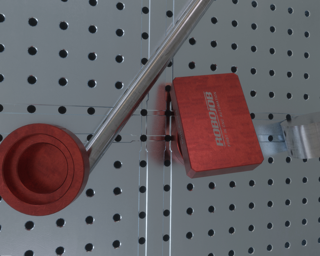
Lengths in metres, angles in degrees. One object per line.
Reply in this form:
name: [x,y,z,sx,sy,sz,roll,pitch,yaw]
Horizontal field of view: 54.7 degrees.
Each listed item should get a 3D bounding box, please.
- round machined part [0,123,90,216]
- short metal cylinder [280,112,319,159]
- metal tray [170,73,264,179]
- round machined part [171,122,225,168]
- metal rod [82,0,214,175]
round machined part: [-0.127,0.044,0.345,0.099,0.042,0.097,0,89,3]
short metal cylinder: [0.230,0.009,0.469,0.081,0.080,0.050,-19,97,-19]
metal tray: [0.069,-0.006,0.399,0.091,0.030,0.130,-6,66,-9]
round machined part: [0.069,0.013,0.429,0.099,0.042,0.097,0,90,-20]
metal rod: [-0.014,-0.070,0.407,0.025,0.025,0.300,38,78,-16]
